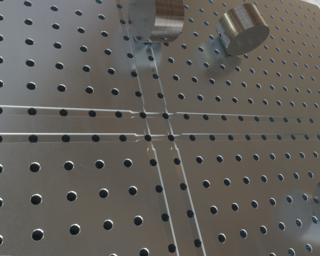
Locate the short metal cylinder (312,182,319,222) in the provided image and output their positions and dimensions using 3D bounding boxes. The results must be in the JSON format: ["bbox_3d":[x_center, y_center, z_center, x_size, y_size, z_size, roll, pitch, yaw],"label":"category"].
[{"bbox_3d":[0.274,0.111,0.452,0.050,0.080,0.080,19,55,-18],"label":"short metal cylinder"}]

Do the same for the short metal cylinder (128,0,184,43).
[{"bbox_3d":[-0.007,-0.172,0.473,0.050,0.080,0.080,-10,67,-33],"label":"short metal cylinder"}]

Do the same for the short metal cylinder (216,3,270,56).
[{"bbox_3d":[0.148,-0.176,0.560,0.081,0.080,0.050,-7,66,-31],"label":"short metal cylinder"}]
